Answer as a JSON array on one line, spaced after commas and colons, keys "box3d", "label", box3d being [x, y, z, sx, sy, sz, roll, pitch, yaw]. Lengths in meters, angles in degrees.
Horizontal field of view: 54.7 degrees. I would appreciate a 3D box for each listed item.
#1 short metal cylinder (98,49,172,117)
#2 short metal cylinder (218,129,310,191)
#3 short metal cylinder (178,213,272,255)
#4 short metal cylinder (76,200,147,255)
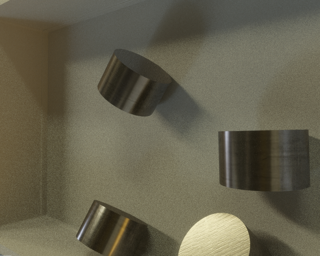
[{"box3d": [-0.033, -0.059, 0.398, 0.080, 0.081, 0.050, 46, 118, 30], "label": "short metal cylinder"}, {"box3d": [0.096, 0.027, 0.291, 0.080, 0.081, 0.050, -2, 89, 40], "label": "short metal cylinder"}, {"box3d": [0.065, 0.134, 0.310, 0.080, 0.050, 0.080, -32, 29, 20], "label": "short metal cylinder"}, {"box3d": [-0.063, 0.136, 0.415, 0.080, 0.080, 0.050, 15, 74, 39], "label": "short metal cylinder"}]
